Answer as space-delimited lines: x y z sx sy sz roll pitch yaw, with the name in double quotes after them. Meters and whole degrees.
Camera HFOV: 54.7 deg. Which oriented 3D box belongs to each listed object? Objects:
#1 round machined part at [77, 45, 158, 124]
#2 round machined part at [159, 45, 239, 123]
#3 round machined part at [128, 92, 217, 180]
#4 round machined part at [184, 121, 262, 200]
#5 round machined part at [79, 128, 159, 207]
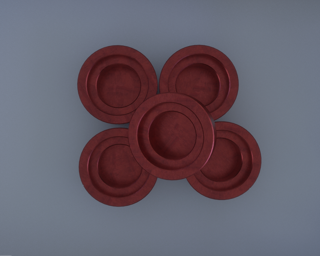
-0.052 -0.053 0.400 0.099 0.042 0.097 0 90 -1 "round machined part"
0.048 -0.054 0.402 0.099 0.042 0.097 0 90 -1 "round machined part"
0.016 0.008 0.359 0.098 0.042 0.097 2 95 18 "round machined part"
0.076 0.040 0.402 0.099 0.042 0.097 0 90 -1 "round machined part"
-0.051 0.048 0.401 0.099 0.042 0.097 0 90 -1 "round machined part"
